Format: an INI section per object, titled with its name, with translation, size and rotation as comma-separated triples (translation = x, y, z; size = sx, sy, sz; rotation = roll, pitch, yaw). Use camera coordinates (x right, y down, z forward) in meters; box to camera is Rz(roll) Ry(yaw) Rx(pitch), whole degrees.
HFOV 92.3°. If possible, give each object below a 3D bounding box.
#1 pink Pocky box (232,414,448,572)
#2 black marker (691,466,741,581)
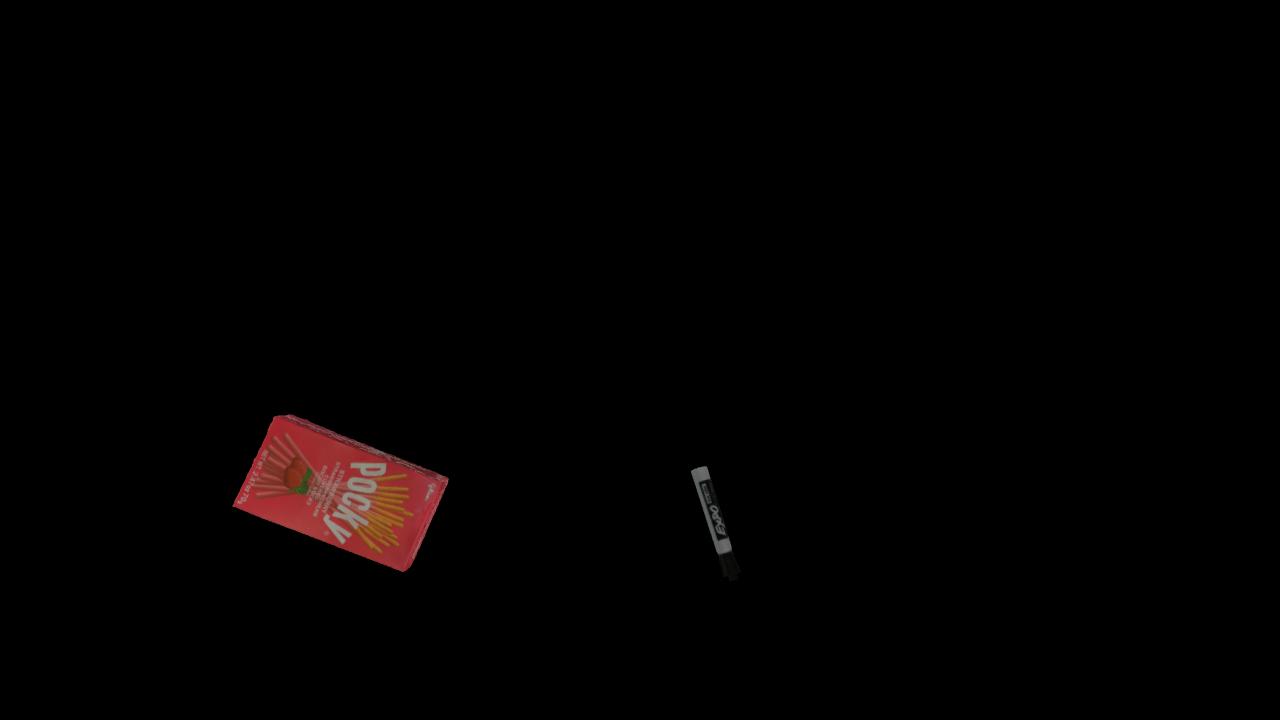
[pink Pocky box]
translation = -0.255, 0.114, 0.532
size = 0.155, 0.084, 0.029
rotation = 23, -6, -4
[black marker]
translation = 0.081, 0.175, 0.661
size = 0.020, 0.121, 0.020
rotation = -15, -18, -5
